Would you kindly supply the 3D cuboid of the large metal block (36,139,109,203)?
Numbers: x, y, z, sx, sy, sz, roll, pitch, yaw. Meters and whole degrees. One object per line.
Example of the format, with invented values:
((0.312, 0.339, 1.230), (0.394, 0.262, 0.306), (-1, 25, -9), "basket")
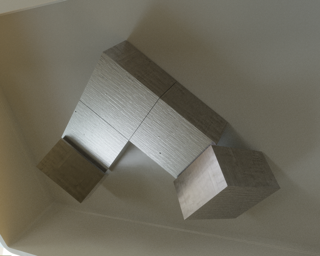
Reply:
((-0.127, 0.064, 0.469), (0.080, 0.050, 0.080), (39, 172, 1), "large metal block")

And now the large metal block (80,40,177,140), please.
((-0.040, -0.046, 0.383), (0.080, 0.050, 0.080), (39, 129, 1), "large metal block")

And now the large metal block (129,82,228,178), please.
((0.022, 0.005, 0.381), (0.080, 0.050, 0.080), (39, 129, 1), "large metal block")

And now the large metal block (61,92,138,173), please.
((-0.079, 0.002, 0.434), (0.080, 0.050, 0.080), (39, 129, 1), "large metal block")

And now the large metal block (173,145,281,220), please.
((0.076, 0.067, 0.364), (0.081, 0.050, 0.080), (9, 138, -31), "large metal block")
